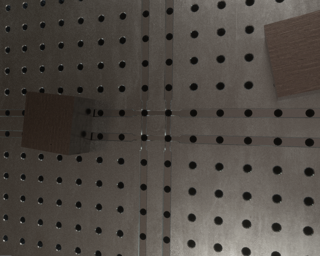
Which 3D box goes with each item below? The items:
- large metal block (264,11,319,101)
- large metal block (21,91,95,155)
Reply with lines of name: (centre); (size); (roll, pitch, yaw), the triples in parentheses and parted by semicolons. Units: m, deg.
large metal block: (0.164, -0.079, 0.342); (0.080, 0.050, 0.080); (-11, 87, 19)
large metal block: (-0.147, -0.008, 0.450); (0.080, 0.050, 0.079); (8, 93, 19)
